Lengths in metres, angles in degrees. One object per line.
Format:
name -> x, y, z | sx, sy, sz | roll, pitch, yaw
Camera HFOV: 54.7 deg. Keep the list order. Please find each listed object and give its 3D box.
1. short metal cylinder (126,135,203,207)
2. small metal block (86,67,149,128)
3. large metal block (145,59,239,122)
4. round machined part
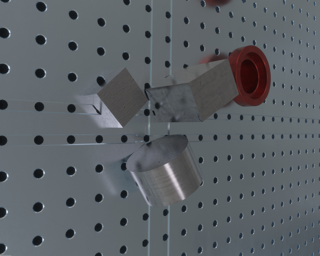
short metal cylinder -> 0.006, 0.050, 0.378 | 0.080, 0.080, 0.050 | -38, 114, -33
small metal block -> -0.049, -0.036, 0.368 | 0.050, 0.025, 0.050 | -50, 120, -28
large metal block -> 0.042, -0.048, 0.409 | 0.081, 0.080, 0.050 | -35, 112, -35
round machined part -> 0.139, -0.084, 0.514 | 0.099, 0.042, 0.097 | 0, 90, -40
